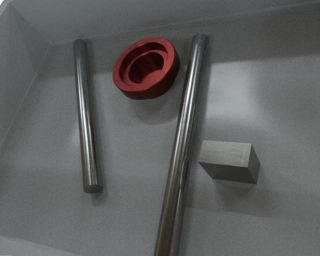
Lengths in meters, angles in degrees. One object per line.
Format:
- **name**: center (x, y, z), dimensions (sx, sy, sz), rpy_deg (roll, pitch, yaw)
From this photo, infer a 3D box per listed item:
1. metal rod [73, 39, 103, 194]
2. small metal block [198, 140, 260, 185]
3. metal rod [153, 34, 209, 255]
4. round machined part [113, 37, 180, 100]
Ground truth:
- **metal rod**: center (-0.117, -0.038, 0.488), dimensions (0.025, 0.025, 0.299), rpy_deg (-25, 53, 13)
- **small metal block**: center (0.074, 0.037, 0.328), dimensions (0.050, 0.050, 0.025), rpy_deg (3, 63, 29)
- **metal rod**: center (0.032, 0.003, 0.385), dimensions (0.025, 0.025, 0.299), rpy_deg (-3, 60, 26)
- **round machined part**: center (-0.016, -0.081, 0.451), dimensions (0.098, 0.042, 0.098), rpy_deg (-13, 56, 20)
